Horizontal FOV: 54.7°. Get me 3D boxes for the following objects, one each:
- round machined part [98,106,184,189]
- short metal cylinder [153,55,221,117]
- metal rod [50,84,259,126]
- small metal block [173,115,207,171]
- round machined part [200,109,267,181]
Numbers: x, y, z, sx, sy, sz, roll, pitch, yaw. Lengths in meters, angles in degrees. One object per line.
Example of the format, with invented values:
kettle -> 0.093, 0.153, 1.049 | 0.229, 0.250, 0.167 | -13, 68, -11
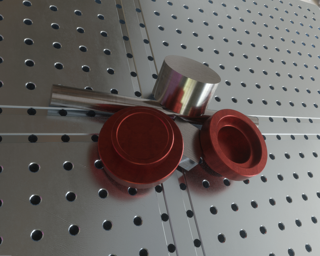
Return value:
round machined part -> -0.021, 0.016, 0.355 | 0.099, 0.042, 0.098 | 3, 64, -7
short metal cylinder -> 0.036, -0.059, 0.424 | 0.081, 0.050, 0.080 | 17, 30, -10
metal rod -> 0.010, -0.022, 0.423 | 0.302, 0.025, 0.025 | 7, 59, -25
small metal block -> 0.030, 0.020, 0.407 | 0.050, 0.025, 0.050 | 32, 52, -8
round machined part -> 0.095, 0.026, 0.425 | 0.099, 0.042, 0.098 | 15, 57, -24
